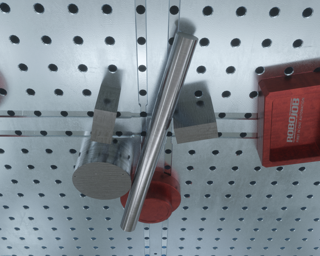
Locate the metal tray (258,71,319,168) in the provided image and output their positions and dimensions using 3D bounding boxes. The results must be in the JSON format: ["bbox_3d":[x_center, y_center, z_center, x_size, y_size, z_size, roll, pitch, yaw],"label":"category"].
[{"bbox_3d":[0.177,-0.007,0.403,0.090,0.030,0.129,-8,130,7],"label":"metal tray"}]

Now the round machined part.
[{"bbox_3d":[-0.015,0.118,0.501,0.099,0.042,0.097,0,130,0],"label":"round machined part"}]

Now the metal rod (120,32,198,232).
[{"bbox_3d":[-0.010,0.026,0.402,0.025,0.025,0.298,12,120,-10],"label":"metal rod"}]

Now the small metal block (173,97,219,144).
[{"bbox_3d":[0.043,-0.010,0.387,0.050,0.050,0.025,-9,130,8],"label":"small metal block"}]

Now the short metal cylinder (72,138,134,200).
[{"bbox_3d":[-0.079,0.058,0.444,0.080,0.050,0.079,0,130,0],"label":"short metal cylinder"}]

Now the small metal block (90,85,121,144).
[{"bbox_3d":[-0.066,-0.017,0.380,0.025,0.050,0.050,10,129,-9],"label":"small metal block"}]
